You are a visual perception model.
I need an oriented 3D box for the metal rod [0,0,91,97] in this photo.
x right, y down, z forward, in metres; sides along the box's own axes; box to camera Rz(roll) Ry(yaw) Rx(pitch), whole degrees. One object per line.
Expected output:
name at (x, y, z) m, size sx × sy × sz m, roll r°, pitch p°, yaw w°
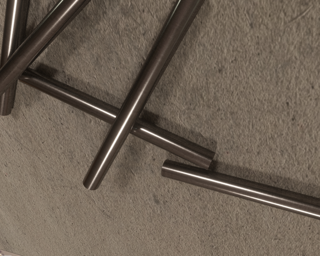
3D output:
metal rod at (-0.144, -0.119, 0.389) m, size 0.299 × 0.025 × 0.025 m, roll -31°, pitch 102°, yaw 32°

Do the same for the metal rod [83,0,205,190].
metal rod at (-0.033, -0.027, 0.379) m, size 0.025 × 0.025 × 0.298 m, roll 35°, pitch 121°, yaw 5°

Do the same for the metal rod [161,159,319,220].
metal rod at (0.144, 0.086, 0.383) m, size 0.301 × 0.025 × 0.025 m, roll 12°, pitch 124°, yaw 21°

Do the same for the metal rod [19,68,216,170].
metal rod at (-0.068, -0.018, 0.429) m, size 0.301 × 0.025 × 0.025 m, roll 25°, pitch 127°, yaw 12°

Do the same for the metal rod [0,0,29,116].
metal rod at (-0.205, -0.129, 0.432) m, size 0.025 × 0.025 × 0.298 m, roll 35°, pitch 129°, yaw 4°
